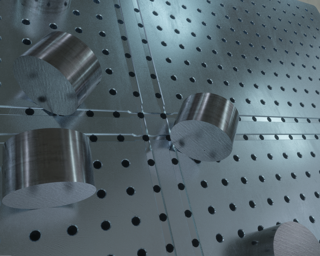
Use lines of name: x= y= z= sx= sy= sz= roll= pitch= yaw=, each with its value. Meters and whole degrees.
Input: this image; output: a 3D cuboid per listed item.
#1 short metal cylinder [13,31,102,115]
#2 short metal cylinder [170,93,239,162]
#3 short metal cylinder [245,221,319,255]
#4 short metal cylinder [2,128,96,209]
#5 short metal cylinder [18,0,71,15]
short metal cylinder: x=-0.114 y=-0.060 z=0.349 sx=0.080 sy=0.080 sz=0.050 roll=34 pitch=51 yaw=-6
short metal cylinder: x=0.059 y=0.000 z=0.407 sx=0.080 sy=0.080 sz=0.050 roll=31 pitch=52 yaw=-9
short metal cylinder: x=0.153 y=0.161 z=0.379 sx=0.081 sy=0.050 sz=0.080 roll=14 pitch=56 yaw=-21
short metal cylinder: x=-0.104 y=0.041 z=0.293 sx=0.081 sy=0.080 sz=0.050 roll=1 pitch=62 yaw=-28
short metal cylinder: x=-0.161 y=-0.207 z=0.433 sx=0.081 sy=0.050 sz=0.080 roll=14 pitch=56 yaw=-21
